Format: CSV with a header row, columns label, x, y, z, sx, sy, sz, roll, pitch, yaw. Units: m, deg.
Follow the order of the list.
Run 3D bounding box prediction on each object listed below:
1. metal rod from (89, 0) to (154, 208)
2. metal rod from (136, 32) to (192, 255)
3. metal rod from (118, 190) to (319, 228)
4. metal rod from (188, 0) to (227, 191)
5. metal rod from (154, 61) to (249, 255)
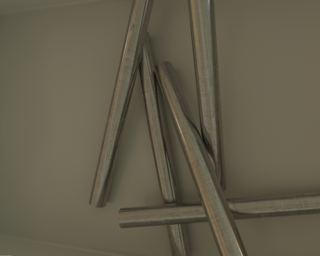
label,x,y,z,sx,sy,sz,roll,pitch,yaw
metal rod,-0.052,-0.034,0.409,0.025,0.025,0.298,19,103,18
metal rod,0.001,0.021,0.409,0.025,0.025,0.298,-12,86,19
metal rod,0.097,0.093,0.358,0.301,0.025,0.025,-8,87,13
metal rod,0.049,-0.060,0.327,0.025,0.025,0.298,0,116,20
metal rod,0.046,0.047,0.336,0.025,0.025,0.299,-28,61,17
